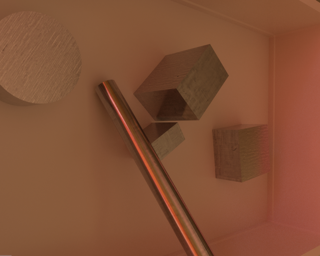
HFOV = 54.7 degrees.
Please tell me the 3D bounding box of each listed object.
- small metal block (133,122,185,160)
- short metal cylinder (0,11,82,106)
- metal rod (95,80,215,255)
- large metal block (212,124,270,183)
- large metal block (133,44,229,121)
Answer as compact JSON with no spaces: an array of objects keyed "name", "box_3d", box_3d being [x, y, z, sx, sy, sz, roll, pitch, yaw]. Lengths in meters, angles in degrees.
[{"name":"small metal block","box_3d":[-0.006,0.016,0.387,0.050,0.050,0.025,-38,114,-34]},{"name":"short metal cylinder","box_3d":[-0.122,-0.061,0.289,0.081,0.050,0.079,0,90,-40]},{"name":"metal rod","box_3d":[0.011,0.078,0.332,0.025,0.025,0.299,-23,77,-38]},{"name":"large metal block","box_3d":[0.134,0.037,0.506,0.081,0.050,0.079,-9,96,-40]},{"name":"large metal block","box_3d":[0.027,-0.055,0.395,0.050,0.080,0.080,52,60,-28]}]
